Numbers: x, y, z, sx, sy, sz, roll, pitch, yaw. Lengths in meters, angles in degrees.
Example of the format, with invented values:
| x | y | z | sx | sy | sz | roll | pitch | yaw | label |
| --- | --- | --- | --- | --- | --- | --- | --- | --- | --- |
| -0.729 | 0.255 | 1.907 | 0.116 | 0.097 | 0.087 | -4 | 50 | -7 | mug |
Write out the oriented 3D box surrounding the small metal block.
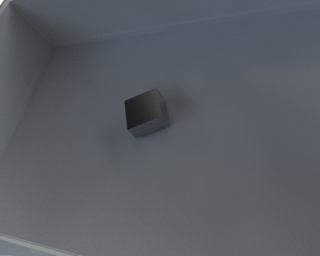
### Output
| x | y | z | sx | sy | sz | roll | pitch | yaw | label |
| --- | --- | --- | --- | --- | --- | --- | --- | --- | --- |
| -0.018 | -0.020 | 0.422 | 0.050 | 0.025 | 0.050 | -21 | 54 | 15 | small metal block |
